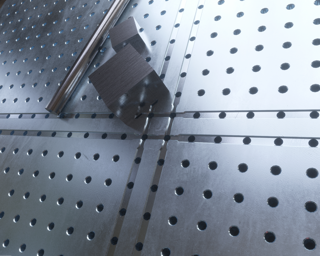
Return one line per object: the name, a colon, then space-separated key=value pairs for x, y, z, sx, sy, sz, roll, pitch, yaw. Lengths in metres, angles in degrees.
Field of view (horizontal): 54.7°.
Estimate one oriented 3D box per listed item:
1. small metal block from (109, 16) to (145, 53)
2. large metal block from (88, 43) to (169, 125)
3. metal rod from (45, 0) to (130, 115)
small metal block: x=-0.058 y=-0.158 z=0.536 sx=0.050 sy=0.025 sz=0.050 roll=-25 pitch=53 yaw=12
large metal block: x=-0.047 y=-0.066 z=0.458 sx=0.080 sy=0.050 sz=0.080 roll=-39 pitch=51 yaw=2
metal rod: x=-0.118 y=-0.155 z=0.565 sx=0.025 sy=0.025 sz=0.300 roll=14 pitch=69 yaw=34
